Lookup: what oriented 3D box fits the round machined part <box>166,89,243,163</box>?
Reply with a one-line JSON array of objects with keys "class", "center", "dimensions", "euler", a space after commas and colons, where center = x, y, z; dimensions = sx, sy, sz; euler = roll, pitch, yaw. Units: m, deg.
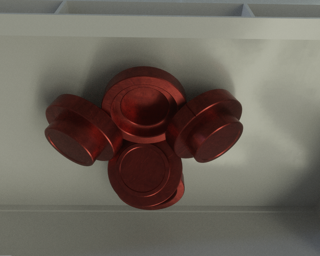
[{"class": "round machined part", "center": [0.059, 0.004, 0.370], "dimensions": [0.099, 0.042, 0.097], "euler": [-25, 146, -18]}]

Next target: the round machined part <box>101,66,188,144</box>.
[{"class": "round machined part", "center": [-0.018, -0.031, 0.368], "dimensions": [0.099, 0.042, 0.097], "euler": [0, 130, 0]}]

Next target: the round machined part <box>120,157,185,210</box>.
[{"class": "round machined part", "center": [-0.014, 0.076, 0.459], "dimensions": [0.099, 0.042, 0.097], "euler": [0, 130, 0]}]

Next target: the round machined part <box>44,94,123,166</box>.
[{"class": "round machined part", "center": [-0.098, 0.009, 0.374], "dimensions": [0.098, 0.042, 0.097], "euler": [22, 146, 16]}]

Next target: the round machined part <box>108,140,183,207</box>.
[{"class": "round machined part", "center": [-0.020, 0.053, 0.403], "dimensions": [0.099, 0.097, 0.042], "euler": [-5, 174, 4]}]
